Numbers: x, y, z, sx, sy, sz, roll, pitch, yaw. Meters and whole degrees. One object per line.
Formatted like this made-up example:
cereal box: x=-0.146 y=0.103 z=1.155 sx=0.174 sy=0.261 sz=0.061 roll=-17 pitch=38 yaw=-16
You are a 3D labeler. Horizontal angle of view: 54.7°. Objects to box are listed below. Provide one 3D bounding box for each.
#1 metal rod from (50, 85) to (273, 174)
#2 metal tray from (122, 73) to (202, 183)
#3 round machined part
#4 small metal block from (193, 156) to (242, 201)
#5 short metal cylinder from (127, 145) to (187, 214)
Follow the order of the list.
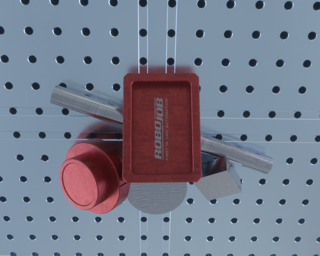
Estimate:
metal rod: x=0.008 y=0.005 z=0.411 sx=0.302 sy=0.025 sz=0.025 roll=18 pitch=109 yaw=-7
metal tray: x=0.002 y=0.000 z=0.375 sx=0.091 sy=0.030 sz=0.129 roll=0 pitch=81 yaw=-1
round machined part: x=-0.090 y=0.066 z=0.399 sx=0.098 sy=0.042 sz=0.097 roll=9 pitch=107 yaw=31
small metal block: x=0.078 y=0.070 z=0.424 sx=0.050 sy=0.025 sz=0.050 roll=-21 pitch=126 yaw=24
short metal cylinder: x=-0.005 y=0.069 z=0.421 sx=0.081 sy=0.050 sz=0.079 roll=0 pitch=110 yaw=0
